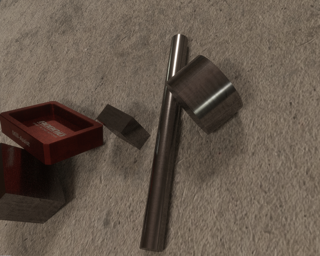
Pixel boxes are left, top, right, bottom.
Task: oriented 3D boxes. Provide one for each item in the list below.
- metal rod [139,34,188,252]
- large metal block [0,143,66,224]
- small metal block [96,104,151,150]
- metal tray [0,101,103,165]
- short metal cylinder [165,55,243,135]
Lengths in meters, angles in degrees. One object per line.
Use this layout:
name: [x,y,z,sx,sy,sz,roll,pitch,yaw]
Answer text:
metal rod: [0.010,-0.002,0.398,0.025,0.025,0.299,-6,59,25]
large metal block: [-0.182,0.075,0.409,0.050,0.080,0.080,-44,50,17]
small metal block: [-0.048,-0.001,0.412,0.050,0.050,0.025,27,77,37]
metal tray: [-0.156,0.001,0.445,0.130,0.030,0.091,24,31,36]
short metal cylinder: [0.051,-0.038,0.365,0.050,0.080,0.080,-40,51,1]
